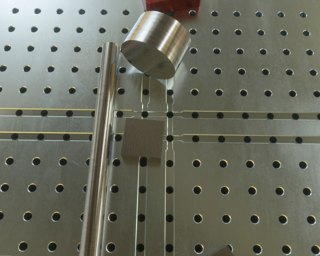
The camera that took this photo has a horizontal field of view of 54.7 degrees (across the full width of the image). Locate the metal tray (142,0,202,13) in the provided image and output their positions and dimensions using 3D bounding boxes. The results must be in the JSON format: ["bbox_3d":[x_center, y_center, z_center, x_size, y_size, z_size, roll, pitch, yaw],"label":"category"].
[{"bbox_3d":[0.007,-0.248,0.499,0.091,0.030,0.130,-14,71,-5],"label":"metal tray"}]

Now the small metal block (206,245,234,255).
[{"bbox_3d":[0.067,0.169,0.350,0.050,0.025,0.050,-28,73,-10],"label":"small metal block"}]

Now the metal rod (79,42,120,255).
[{"bbox_3d":[-0.076,0.022,0.403,0.025,0.025,0.299,2,70,1],"label":"metal rod"}]

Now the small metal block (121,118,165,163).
[{"bbox_3d":[-0.021,0.016,0.405,0.050,0.025,0.050,5,70,2],"label":"small metal block"}]

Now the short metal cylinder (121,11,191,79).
[{"bbox_3d":[-0.005,-0.111,0.423,0.080,0.080,0.050,24,72,8],"label":"short metal cylinder"}]
